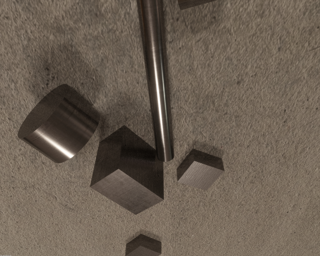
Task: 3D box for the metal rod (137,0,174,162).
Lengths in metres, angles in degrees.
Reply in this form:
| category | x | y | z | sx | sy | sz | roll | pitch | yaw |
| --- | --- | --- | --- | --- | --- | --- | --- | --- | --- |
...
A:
| category | x | y | z | sx | sy | sz | roll | pitch | yaw |
| --- | --- | --- | --- | --- | --- | --- | --- | --- | --- |
| metal rod | -0.005 | -0.074 | 0.344 | 0.025 | 0.025 | 0.298 | -4 | 130 | 3 |

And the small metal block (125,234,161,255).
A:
| category | x | y | z | sx | sy | sz | roll | pitch | yaw |
| --- | --- | --- | --- | --- | --- | --- | --- | --- | --- |
| small metal block | -0.033 | 0.239 | 0.610 | 0.050 | 0.025 | 0.050 | 31 | 123 | -24 |

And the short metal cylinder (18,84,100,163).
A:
| category | x | y | z | sx | sy | sz | roll | pitch | yaw |
| --- | --- | --- | --- | --- | --- | --- | --- | --- | --- |
| short metal cylinder | -0.118 | -0.006 | 0.365 | 0.080 | 0.080 | 0.050 | -30 | 124 | 23 |

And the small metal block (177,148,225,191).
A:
| category | x | y | z | sx | sy | sz | roll | pitch | yaw |
| --- | --- | --- | --- | --- | --- | --- | --- | --- | --- |
| small metal block | 0.059 | 0.063 | 0.462 | 0.050 | 0.025 | 0.050 | 20 | 127 | -17 |

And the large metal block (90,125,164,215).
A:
| category | x | y | z | sx | sy | sz | roll | pitch | yaw |
| --- | --- | --- | --- | --- | --- | --- | --- | --- | --- |
| large metal block | -0.041 | 0.057 | 0.419 | 0.050 | 0.080 | 0.080 | -34 | 123 | 25 |

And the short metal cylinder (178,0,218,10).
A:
| category | x | y | z | sx | sy | sz | roll | pitch | yaw |
| --- | --- | --- | --- | --- | --- | --- | --- | --- | --- |
| short metal cylinder | 0.032 | -0.143 | 0.250 | 0.050 | 0.080 | 0.080 | -12 | 129 | 10 |
